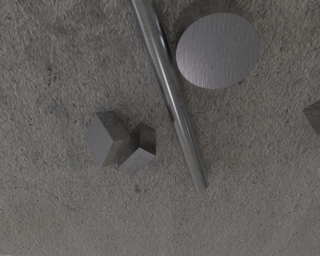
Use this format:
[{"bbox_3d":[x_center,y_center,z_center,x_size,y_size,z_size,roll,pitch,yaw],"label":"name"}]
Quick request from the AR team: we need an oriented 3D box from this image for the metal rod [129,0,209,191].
[{"bbox_3d":[0.022,-0.022,0.388,0.025,0.025,0.299,-13,129,10],"label":"metal rod"}]

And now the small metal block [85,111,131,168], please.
[{"bbox_3d":[-0.068,0.014,0.398,0.025,0.050,0.050,-9,141,-40],"label":"small metal block"}]

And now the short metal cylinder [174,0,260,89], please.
[{"bbox_3d":[0.056,-0.087,0.317,0.081,0.050,0.079,0,130,0],"label":"short metal cylinder"}]

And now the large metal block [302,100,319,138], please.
[{"bbox_3d":[0.244,-0.007,0.388,0.080,0.050,0.080,-36,122,26],"label":"large metal block"}]

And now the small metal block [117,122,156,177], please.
[{"bbox_3d":[-0.031,0.028,0.415,0.025,0.050,0.050,31,123,-24],"label":"small metal block"}]
